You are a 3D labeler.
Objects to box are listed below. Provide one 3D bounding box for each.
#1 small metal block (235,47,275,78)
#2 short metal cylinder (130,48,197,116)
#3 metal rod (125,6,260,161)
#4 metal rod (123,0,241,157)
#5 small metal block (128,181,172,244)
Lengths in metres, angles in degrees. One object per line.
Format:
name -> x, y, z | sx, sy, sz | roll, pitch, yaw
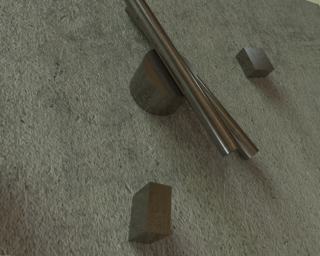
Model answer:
small metal block -> 0.175, -0.121, 0.572 | 0.050, 0.025, 0.050 | -8, 66, -32
short metal cylinder -> 0.004, -0.063, 0.429 | 0.081, 0.050, 0.080 | 14, 56, -21
metal rod -> 0.044, -0.077, 0.474 | 0.025, 0.025, 0.300 | -31, 79, -38
metal rod -> 0.012, -0.096, 0.404 | 0.025, 0.025, 0.299 | -20, 72, -36
small metal block -> -0.011, 0.091, 0.327 | 0.025, 0.050, 0.050 | 17, 55, -19
